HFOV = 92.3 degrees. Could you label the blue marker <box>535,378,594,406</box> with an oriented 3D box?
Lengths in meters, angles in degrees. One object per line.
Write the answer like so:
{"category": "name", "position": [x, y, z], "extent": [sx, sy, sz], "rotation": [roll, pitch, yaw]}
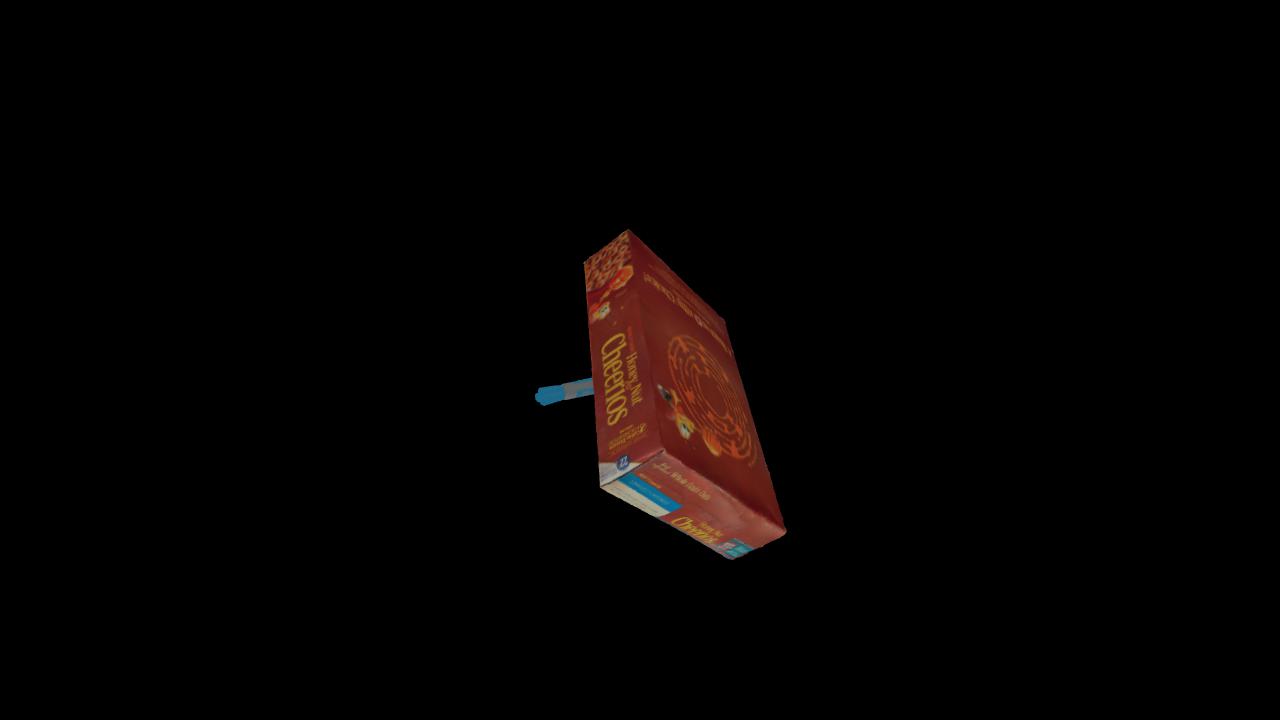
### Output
{"category": "blue marker", "position": [-0.055, 0.028, 0.645], "extent": [0.121, 0.020, 0.020], "rotation": [-11, 7, -37]}

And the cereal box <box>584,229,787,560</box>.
{"category": "cereal box", "position": [0.038, 0.029, 0.643], "extent": [0.081, 0.306, 0.203], "rotation": [-32, -48, 24]}
